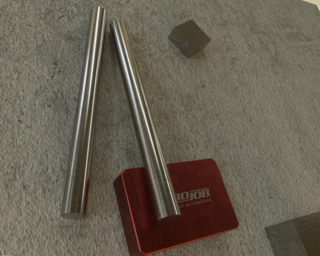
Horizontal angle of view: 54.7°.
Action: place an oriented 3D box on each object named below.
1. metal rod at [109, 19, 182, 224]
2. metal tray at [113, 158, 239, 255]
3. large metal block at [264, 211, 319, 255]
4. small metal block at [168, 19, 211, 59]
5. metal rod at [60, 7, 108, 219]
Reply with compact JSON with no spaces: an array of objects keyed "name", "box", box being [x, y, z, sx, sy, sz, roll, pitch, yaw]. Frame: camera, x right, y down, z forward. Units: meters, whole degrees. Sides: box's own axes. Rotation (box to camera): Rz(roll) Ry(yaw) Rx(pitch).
[{"name":"metal rod","box":[-0.027,-0.031,0.384,0.025,0.025,0.299,2,53,-27]},{"name":"metal tray","box":[0.020,0.088,0.359,0.131,0.030,0.090,-3,63,-30]},{"name":"large metal block","box":[0.196,0.156,0.401,0.081,0.050,0.080,-2,63,-30]},{"name":"small metal block","box":[0.051,-0.152,0.526,0.050,0.025,0.050,49,51,5]},{"name":"metal rod","box":[-0.088,-0.041,0.382,0.025,0.025,0.299,13,56,-22]}]
